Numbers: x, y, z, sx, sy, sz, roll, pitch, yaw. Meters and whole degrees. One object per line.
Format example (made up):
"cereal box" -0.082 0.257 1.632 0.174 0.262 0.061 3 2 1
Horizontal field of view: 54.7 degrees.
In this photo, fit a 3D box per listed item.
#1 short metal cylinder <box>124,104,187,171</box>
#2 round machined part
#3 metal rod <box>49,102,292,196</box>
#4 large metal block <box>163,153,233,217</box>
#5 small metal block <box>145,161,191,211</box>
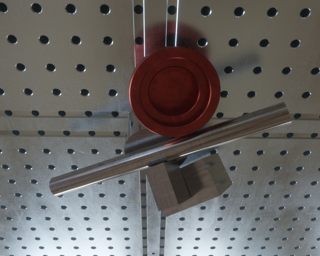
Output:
"short metal cylinder" -0.004 0.013 0.406 0.081 0.050 0.079 0 130 0
"round machined part" 0.015 -0.043 0.349 0.099 0.042 0.097 -2 108 -6
"metal rod" 0.000 0.031 0.371 0.301 0.025 0.025 -19 128 15
"large metal block" 0.046 0.077 0.431 0.080 0.050 0.080 -28 170 22
"small metal block" 0.010 0.068 0.373 0.025 0.050 0.050 -23 169 18
